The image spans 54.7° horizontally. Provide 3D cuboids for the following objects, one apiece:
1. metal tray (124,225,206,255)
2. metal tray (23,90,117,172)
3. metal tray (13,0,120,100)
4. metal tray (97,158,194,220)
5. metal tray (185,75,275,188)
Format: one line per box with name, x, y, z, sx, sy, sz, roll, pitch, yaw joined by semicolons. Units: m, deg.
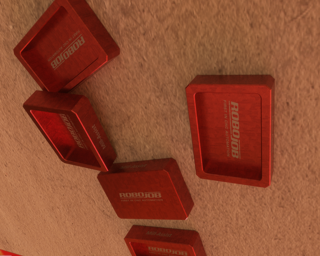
metal tray;0.012;0.214;0.527;0.130;0.030;0.090;-5;116;30
metal tray;-0.126;0.007;0.448;0.090;0.030;0.129;8;139;23
metal tray;-0.125;-0.100;0.405;0.130;0.030;0.090;-27;104;37
metal tray;-0.024;0.096;0.474;0.130;0.030;0.090;-9;114;32
metal tray;0.084;0.004;0.361;0.090;0.030;0.129;4;121;25
